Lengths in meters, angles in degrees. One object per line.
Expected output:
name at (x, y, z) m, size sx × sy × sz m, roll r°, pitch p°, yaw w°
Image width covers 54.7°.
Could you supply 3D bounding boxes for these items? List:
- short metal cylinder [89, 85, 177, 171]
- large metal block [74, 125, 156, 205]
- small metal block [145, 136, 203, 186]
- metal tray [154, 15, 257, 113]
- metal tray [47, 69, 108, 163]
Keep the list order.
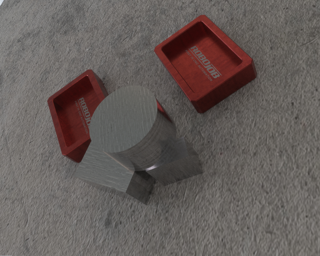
short metal cylinder at (-0.029, 0.001, 0.338) m, size 0.080 × 0.050 × 0.080 m, roll -13°, pitch 56°, yaw 21°
large metal block at (-0.046, 0.041, 0.387) m, size 0.080 × 0.050 × 0.080 m, roll 9°, pitch 66°, yaw 32°
small metal block at (0.016, 0.040, 0.355) m, size 0.050 × 0.050 × 0.025 m, roll -22°, pitch 54°, yaw 15°
metal tray at (0.057, -0.092, 0.426) m, size 0.090 × 0.030 × 0.130 m, roll -34°, pitch 51°, yaw 5°
metal tray at (-0.117, -0.022, 0.475) m, size 0.090 × 0.030 × 0.130 m, roll -35°, pitch 51°, yaw 5°
